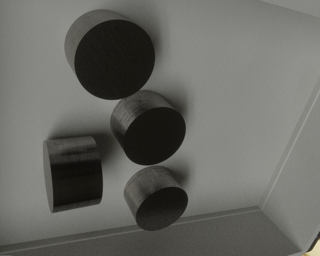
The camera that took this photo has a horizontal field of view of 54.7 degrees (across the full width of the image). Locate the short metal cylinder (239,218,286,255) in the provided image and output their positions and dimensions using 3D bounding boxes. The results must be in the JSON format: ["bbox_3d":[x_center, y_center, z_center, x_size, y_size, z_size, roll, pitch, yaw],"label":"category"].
[{"bbox_3d":[0.219,0.241,0.663,0.081,0.050,0.079,-14,124,-21],"label":"short metal cylinder"}]

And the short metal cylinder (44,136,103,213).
[{"bbox_3d":[-0.100,0.051,0.350,0.050,0.080,0.079,-5,121,-26],"label":"short metal cylinder"}]

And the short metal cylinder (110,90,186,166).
[{"bbox_3d":[-0.015,-0.001,0.384,0.081,0.050,0.079,-14,124,-21],"label":"short metal cylinder"}]

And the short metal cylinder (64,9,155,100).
[{"bbox_3d":[-0.052,-0.075,0.317,0.081,0.050,0.079,-14,124,-21],"label":"short metal cylinder"}]

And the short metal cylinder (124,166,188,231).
[{"bbox_3d":[-0.006,0.102,0.452,0.081,0.050,0.079,-14,124,-21],"label":"short metal cylinder"}]
